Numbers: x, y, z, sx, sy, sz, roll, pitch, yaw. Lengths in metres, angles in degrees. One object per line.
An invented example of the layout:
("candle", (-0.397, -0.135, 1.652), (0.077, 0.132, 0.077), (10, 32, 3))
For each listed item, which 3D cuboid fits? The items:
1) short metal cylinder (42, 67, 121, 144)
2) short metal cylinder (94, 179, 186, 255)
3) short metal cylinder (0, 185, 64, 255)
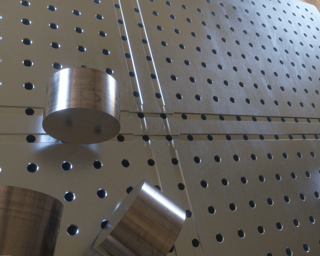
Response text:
("short metal cylinder", (-0.085, -0.022, 0.342), (0.081, 0.080, 0.050), (9, 58, -24))
("short metal cylinder", (-0.020, 0.097, 0.304), (0.050, 0.080, 0.080), (38, 51, -3))
("short metal cylinder", (-0.125, 0.085, 0.254), (0.081, 0.080, 0.050), (15, 56, -20))
